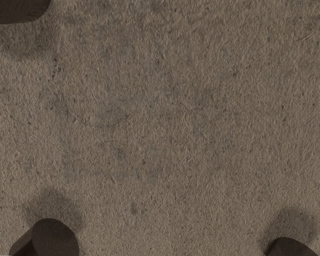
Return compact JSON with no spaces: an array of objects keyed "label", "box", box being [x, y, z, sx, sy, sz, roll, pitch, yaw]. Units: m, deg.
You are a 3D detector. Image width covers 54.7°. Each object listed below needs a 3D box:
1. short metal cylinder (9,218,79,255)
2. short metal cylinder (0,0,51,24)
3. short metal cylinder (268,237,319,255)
[{"label":"short metal cylinder","box":[-0.164,0.178,0.444,0.050,0.080,0.080,-42,105,14]},{"label":"short metal cylinder","box":[-0.166,-0.155,0.337,0.081,0.050,0.079,0,110,-1]},{"label":"short metal cylinder","box":[0.201,0.211,0.461,0.080,0.080,0.050,21,109,-8]}]
